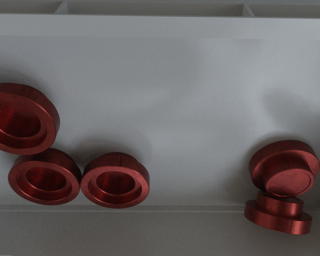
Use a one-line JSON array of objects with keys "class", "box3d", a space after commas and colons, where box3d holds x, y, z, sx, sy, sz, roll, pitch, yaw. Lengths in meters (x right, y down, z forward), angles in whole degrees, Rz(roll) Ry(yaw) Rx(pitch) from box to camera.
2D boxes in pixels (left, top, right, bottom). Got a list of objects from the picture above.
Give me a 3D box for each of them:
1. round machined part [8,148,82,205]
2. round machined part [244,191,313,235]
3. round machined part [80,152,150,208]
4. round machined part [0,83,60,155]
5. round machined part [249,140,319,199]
[{"class": "round machined part", "box3d": [-0.164, 0.067, 0.453, 0.099, 0.042, 0.097, 0, 130, 0]}, {"class": "round machined part", "box3d": [0.185, 0.127, 0.484, 0.099, 0.098, 0.042, 9, 92, -8]}, {"class": "round machined part", "box3d": [-0.064, 0.074, 0.460, 0.099, 0.042, 0.097, 0, 130, 0]}, {"class": "round machined part", "box3d": [-0.174, -0.015, 0.383, 0.099, 0.042, 0.097, 0, 130, 0]}, {"class": "round machined part", "box3d": [0.185, 0.067, 0.456, 0.099, 0.042, 0.097, 0, 130, 0]}]
